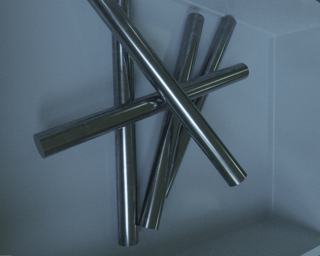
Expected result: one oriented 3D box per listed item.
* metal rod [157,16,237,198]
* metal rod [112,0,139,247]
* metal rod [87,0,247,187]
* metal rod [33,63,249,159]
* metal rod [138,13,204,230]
[{"bbox_3d":[0.055,-0.042,0.454,0.025,0.025,0.300,37,67,-34],"label":"metal rod"},{"bbox_3d":[-0.042,-0.010,0.372,0.025,0.025,0.298,-3,92,-40],"label":"metal rod"},{"bbox_3d":[0.000,-0.057,0.347,0.025,0.025,0.300,-41,97,-33],"label":"metal rod"},{"bbox_3d":[0.003,-0.033,0.372,0.302,0.025,0.025,-23,105,-33],"label":"metal rod"},{"bbox_3d":[0.019,-0.020,0.412,0.025,0.025,0.299,26,70,-37],"label":"metal rod"}]
